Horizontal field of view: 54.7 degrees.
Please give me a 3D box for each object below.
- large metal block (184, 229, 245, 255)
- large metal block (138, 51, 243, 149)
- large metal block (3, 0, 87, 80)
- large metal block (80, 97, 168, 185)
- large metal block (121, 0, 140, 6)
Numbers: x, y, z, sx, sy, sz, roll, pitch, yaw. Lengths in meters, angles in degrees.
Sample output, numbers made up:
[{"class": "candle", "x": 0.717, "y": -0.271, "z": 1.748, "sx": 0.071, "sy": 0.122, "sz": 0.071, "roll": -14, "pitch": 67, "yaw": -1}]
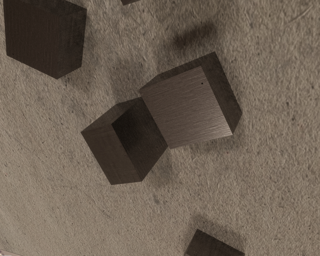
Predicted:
[{"class": "large metal block", "x": 0.075, "y": 0.218, "z": 0.485, "sx": 0.080, "sy": 0.050, "sz": 0.079, "roll": 25, "pitch": 127, "yaw": 12}, {"class": "large metal block", "x": 0.036, "y": -0.029, "z": 0.353, "sx": 0.080, "sy": 0.050, "sz": 0.080, "roll": -16, "pitch": 110, "yaw": 34}, {"class": "large metal block", "x": -0.144, "y": -0.120, "z": 0.390, "sx": 0.080, "sy": 0.050, "sz": 0.079, "roll": 26, "pitch": 127, "yaw": 11}, {"class": "large metal block", "x": -0.042, "y": 0.015, "z": 0.401, "sx": 0.050, "sy": 0.080, "sz": 0.080, "roll": -13, "pitch": 112, "yaw": 33}, {"class": "large metal block", "x": 0.005, "y": -0.156, "z": 0.271, "sx": 0.080, "sy": 0.080, "sz": 0.050, "roll": -18, "pitch": 109, "yaw": 34}]
